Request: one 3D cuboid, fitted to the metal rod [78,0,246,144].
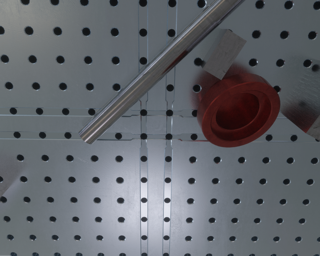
[{"bbox_3d":[0.009,-0.084,0.382,0.299,0.025,0.025,-42,105,13],"label":"metal rod"}]

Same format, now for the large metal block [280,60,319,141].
[{"bbox_3d":[0.204,-0.030,0.375,0.050,0.080,0.080,27,108,-10],"label":"large metal block"}]

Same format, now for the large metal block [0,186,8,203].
[{"bbox_3d":[-0.268,0.124,0.427,0.050,0.080,0.080,30,107,-11],"label":"large metal block"}]

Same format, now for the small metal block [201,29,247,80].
[{"bbox_3d":[0.073,-0.088,0.367,0.025,0.050,0.050,30,107,-6],"label":"small metal block"}]

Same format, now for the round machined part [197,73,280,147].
[{"bbox_3d":[0.093,-0.026,0.384,0.099,0.042,0.097,-8,130,-9],"label":"round machined part"}]
